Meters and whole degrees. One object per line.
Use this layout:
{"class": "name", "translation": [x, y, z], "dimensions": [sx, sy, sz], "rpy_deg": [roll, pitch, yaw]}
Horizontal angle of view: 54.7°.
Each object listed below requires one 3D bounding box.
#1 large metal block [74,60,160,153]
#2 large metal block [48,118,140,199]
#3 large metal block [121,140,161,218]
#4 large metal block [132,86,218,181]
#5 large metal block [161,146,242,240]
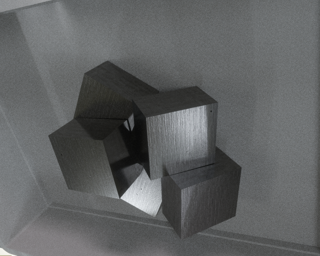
{"class": "large metal block", "translation": [-0.059, -0.027, 0.404], "dimensions": [0.080, 0.050, 0.079], "rpy_deg": [31, 128, 7]}
{"class": "large metal block", "translation": [-0.079, 0.035, 0.386], "dimensions": [0.080, 0.050, 0.079], "rpy_deg": [3, 119, 27]}
{"class": "large metal block", "translation": [-0.022, 0.067, 0.438], "dimensions": [0.080, 0.050, 0.079], "rpy_deg": [26, 128, 11]}
{"class": "large metal block", "translation": [0.017, 0.004, 0.356], "dimensions": [0.081, 0.050, 0.079], "rpy_deg": [-13, 122, -17]}
{"class": "large metal block", "translation": [0.049, 0.079, 0.384], "dimensions": [0.050, 0.081, 0.079], "rpy_deg": [45, 144, 51]}
